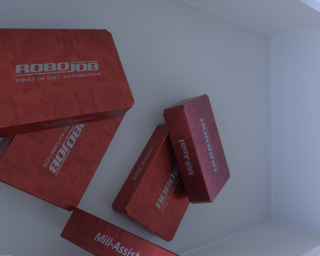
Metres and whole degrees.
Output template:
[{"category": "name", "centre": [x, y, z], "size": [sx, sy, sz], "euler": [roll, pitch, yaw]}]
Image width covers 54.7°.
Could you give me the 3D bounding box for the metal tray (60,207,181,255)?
[{"category": "metal tray", "centre": [-0.022, 0.125, 0.306], "size": [0.030, 0.130, 0.090], "euler": [-65, 148, -20]}]

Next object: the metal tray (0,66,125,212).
[{"category": "metal tray", "centre": [-0.100, 0.008, 0.321], "size": [0.090, 0.030, 0.130], "euler": [38, 67, -34]}]

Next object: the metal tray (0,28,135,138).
[{"category": "metal tray", "centre": [-0.098, -0.048, 0.295], "size": [0.131, 0.030, 0.090], "euler": [-12, 77, -34]}]

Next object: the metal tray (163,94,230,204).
[{"category": "metal tray", "centre": [0.054, 0.025, 0.424], "size": [0.091, 0.030, 0.129], "euler": [-29, 104, -58]}]

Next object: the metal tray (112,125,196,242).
[{"category": "metal tray", "centre": [0.006, 0.070, 0.411], "size": [0.090, 0.030, 0.130], "euler": [44, 63, -31]}]
